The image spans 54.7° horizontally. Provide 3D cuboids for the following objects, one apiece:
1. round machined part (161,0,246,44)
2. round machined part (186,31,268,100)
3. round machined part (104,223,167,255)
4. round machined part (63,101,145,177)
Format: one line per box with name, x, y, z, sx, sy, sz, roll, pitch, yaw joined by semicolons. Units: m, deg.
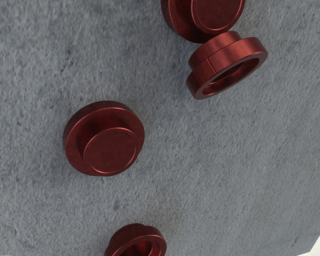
round machined part;0.054;-0.141;0.340;0.099;0.042;0.097;-14;124;-21
round machined part;0.073;-0.077;0.369;0.098;0.042;0.098;-27;168;-6
round machined part;-0.042;0.192;0.493;0.099;0.042;0.097;-14;125;-21
round machined part;-0.063;0.020;0.375;0.099;0.042;0.097;-14;125;-21
